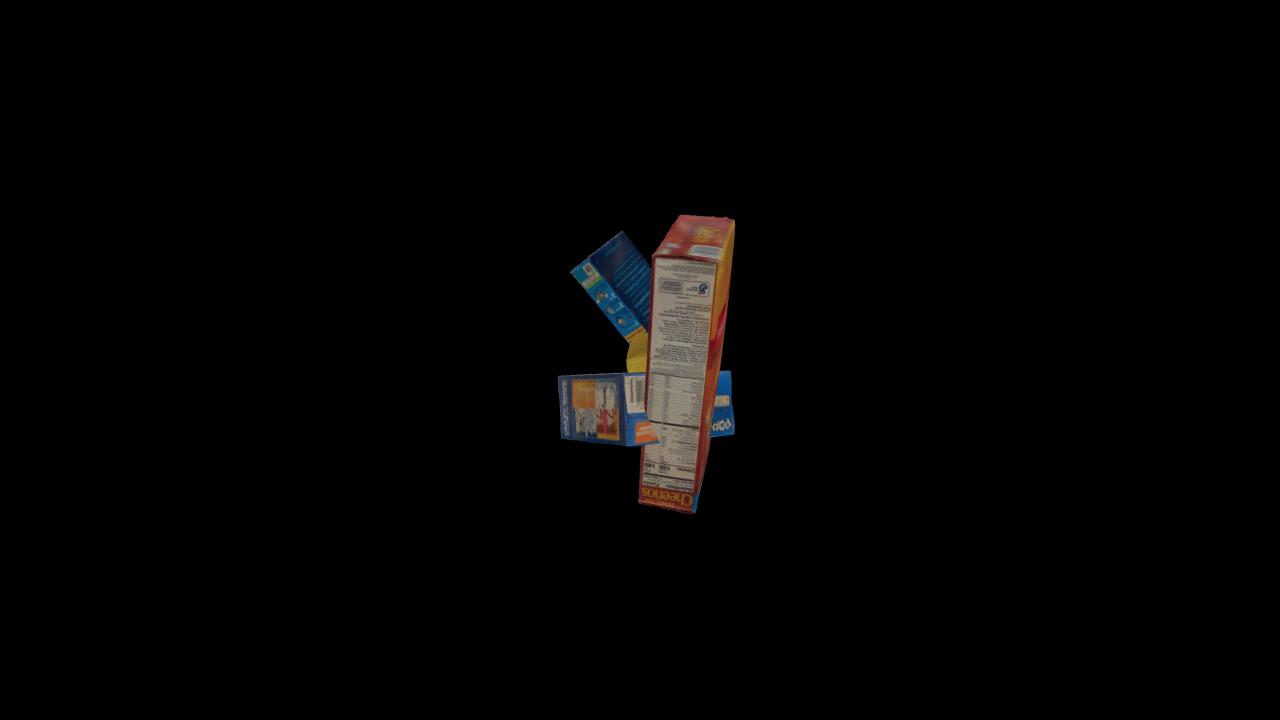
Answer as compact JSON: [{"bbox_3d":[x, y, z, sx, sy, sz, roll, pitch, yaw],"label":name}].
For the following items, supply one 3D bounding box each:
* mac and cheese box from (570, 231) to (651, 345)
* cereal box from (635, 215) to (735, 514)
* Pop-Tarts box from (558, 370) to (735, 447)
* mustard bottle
[{"bbox_3d":[0.006,-0.059,0.737,0.041,0.184,0.093,-30,13,37],"label":"mac and cheese box"},{"bbox_3d":[0.057,-0.002,0.738,0.081,0.306,0.203,7,25,9],"label":"cereal box"},{"bbox_3d":[0.007,0.056,0.753,0.167,0.083,0.141,0,-2,-38],"label":"Pop-Tarts box"},{"bbox_3d":[0.043,-0.052,0.743,0.092,0.184,0.054,1,-43,15],"label":"mustard bottle"}]
